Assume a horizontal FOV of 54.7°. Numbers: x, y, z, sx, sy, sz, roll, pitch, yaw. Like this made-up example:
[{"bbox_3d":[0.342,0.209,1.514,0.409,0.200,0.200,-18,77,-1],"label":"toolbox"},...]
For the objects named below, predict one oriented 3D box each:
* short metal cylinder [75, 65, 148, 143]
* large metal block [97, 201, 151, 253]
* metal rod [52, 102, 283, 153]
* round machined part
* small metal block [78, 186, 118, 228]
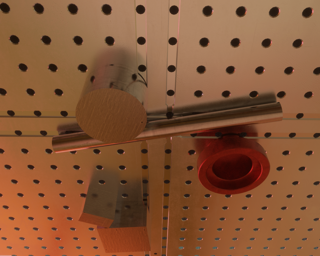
[{"bbox_3d":[-0.055,-0.028,0.371,0.081,0.050,0.079,0,130,0],"label":"short metal cylinder"},{"bbox_3d":[-0.059,0.174,0.543,0.080,0.050,0.080,-3,131,2],"label":"large metal block"},{"bbox_3d":[0.004,0.001,0.412,0.301,0.025,0.025,-8,130,7],"label":"metal rod"},{"bbox_3d":[0.102,0.049,0.443,0.099,0.042,0.097,0,130,0],"label":"round machined part"},{"bbox_3d":[-0.100,0.129,0.504,0.050,0.050,0.025,20,127,-16],"label":"small metal block"}]
